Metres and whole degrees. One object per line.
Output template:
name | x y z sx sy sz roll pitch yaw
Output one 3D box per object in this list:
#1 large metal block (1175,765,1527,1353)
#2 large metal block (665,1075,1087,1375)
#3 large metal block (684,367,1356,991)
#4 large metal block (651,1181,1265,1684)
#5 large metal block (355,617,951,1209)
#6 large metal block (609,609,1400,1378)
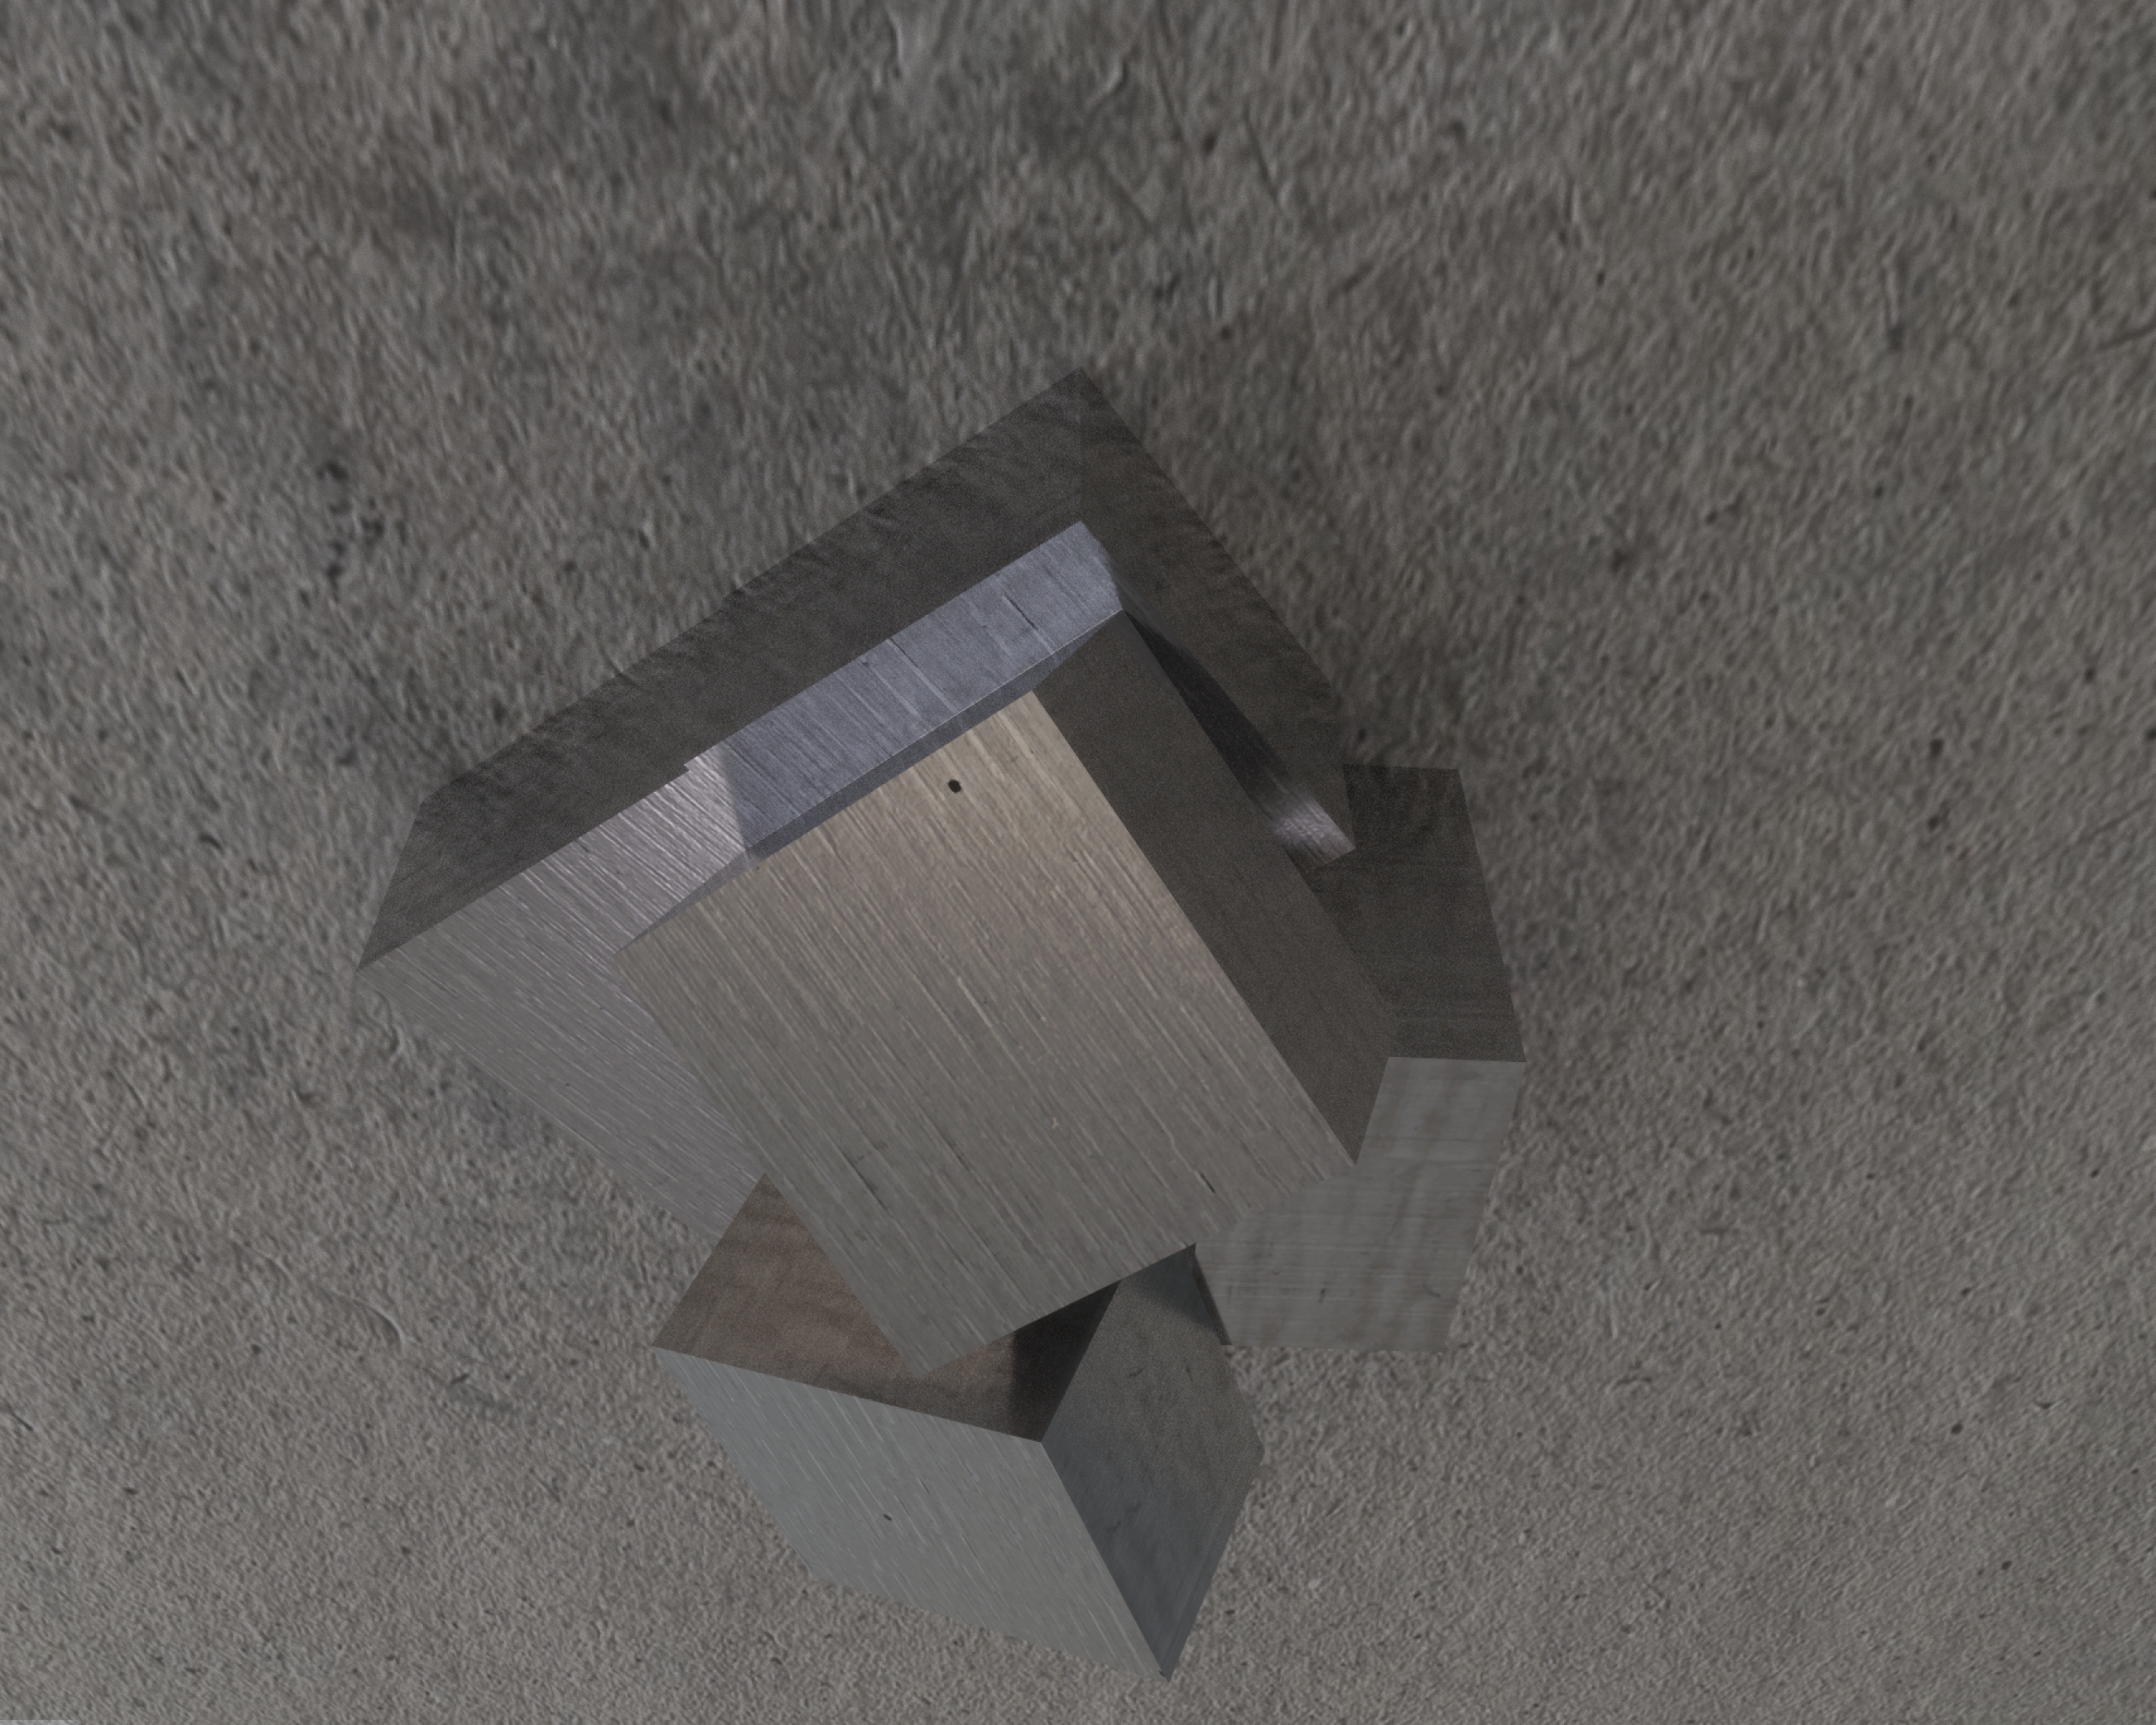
large metal block | 0.047 0.037 0.402 0.050 0.080 0.079 3 130 -3
large metal block | -0.026 0.060 0.441 0.080 0.050 0.080 -29 125 22
large metal block | -0.009 -0.025 0.369 0.080 0.050 0.080 -29 125 22
large metal block | -0.019 0.101 0.392 0.080 0.050 0.080 5 135 29
large metal block | -0.073 0.011 0.399 0.080 0.050 0.080 -29 125 22
large metal block | -0.009 0.020 0.323 0.080 0.050 0.080 -31 99 23
